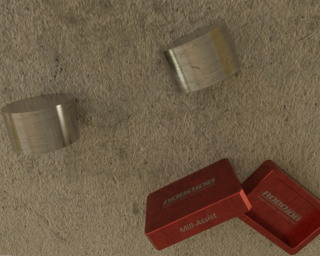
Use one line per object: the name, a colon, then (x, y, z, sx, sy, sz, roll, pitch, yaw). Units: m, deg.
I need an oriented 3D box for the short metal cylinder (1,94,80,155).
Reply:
short metal cylinder: (-0.143, -0.007, 0.376, 0.080, 0.080, 0.050, -6, 110, 2)

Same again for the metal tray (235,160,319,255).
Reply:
metal tray: (0.176, 0.118, 0.451, 0.130, 0.030, 0.090, 37, 106, -13)

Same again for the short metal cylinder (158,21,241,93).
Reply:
short metal cylinder: (0.045, -0.080, 0.351, 0.080, 0.080, 0.050, -23, 109, 8)

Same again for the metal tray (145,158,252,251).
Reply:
metal tray: (0.045, 0.097, 0.411, 0.130, 0.090, 0.030, -27, 108, 9)
